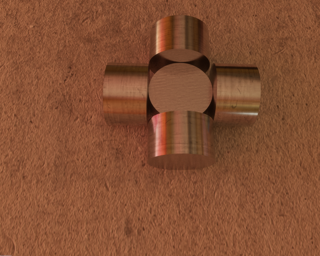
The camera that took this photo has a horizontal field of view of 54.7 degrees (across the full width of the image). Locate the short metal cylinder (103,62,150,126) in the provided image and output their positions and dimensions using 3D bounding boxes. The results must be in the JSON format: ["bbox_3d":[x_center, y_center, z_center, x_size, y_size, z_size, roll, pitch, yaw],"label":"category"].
[{"bbox_3d":[-0.040,-0.043,0.396,0.050,0.080,0.080,2,70,1],"label":"short metal cylinder"}]

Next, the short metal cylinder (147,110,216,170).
[{"bbox_3d":[0.025,0.018,0.374,0.081,0.080,0.050,0,70,0],"label":"short metal cylinder"}]

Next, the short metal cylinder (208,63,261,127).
[{"bbox_3d":[0.091,-0.042,0.397,0.050,0.080,0.080,2,70,1],"label":"short metal cylinder"}]

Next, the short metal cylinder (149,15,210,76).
[{"bbox_3d":[0.026,-0.106,0.418,0.081,0.080,0.050,2,71,0],"label":"short metal cylinder"}]

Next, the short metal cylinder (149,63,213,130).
[{"bbox_3d":[0.026,-0.039,0.411,0.081,0.050,0.080,0,70,0],"label":"short metal cylinder"}]
